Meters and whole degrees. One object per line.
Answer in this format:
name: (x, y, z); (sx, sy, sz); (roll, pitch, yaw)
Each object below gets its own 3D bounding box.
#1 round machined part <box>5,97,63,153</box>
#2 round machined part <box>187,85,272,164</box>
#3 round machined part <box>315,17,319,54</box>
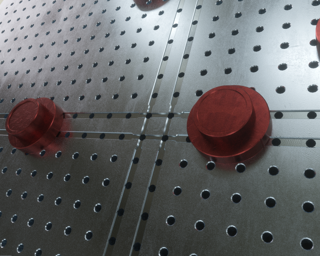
round machined part: (-0.214, -0.011, 0.514); (0.098, 0.042, 0.098); (-13, 56, 20)
round machined part: (0.077, -0.011, 0.363); (0.098, 0.042, 0.098); (-13, 56, 20)
round machined part: (0.230, -0.118, 0.349); (0.098, 0.042, 0.098); (-13, 56, 20)
